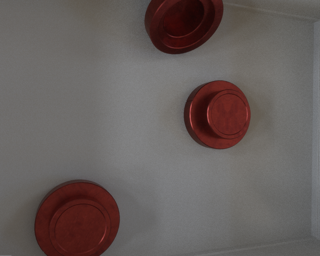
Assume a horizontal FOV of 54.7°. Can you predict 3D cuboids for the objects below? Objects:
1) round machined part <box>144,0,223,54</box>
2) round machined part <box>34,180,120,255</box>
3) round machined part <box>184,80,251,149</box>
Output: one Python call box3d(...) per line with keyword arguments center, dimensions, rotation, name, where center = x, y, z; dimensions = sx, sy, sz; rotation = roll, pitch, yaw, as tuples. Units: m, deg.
box3d(center=(0.027, -0.145, 0.393), dimensions=(0.099, 0.097, 0.042), rotation=(-12, 57, -20), name="round machined part")
box3d(center=(-0.096, 0.113, 0.367), dimensions=(0.099, 0.042, 0.097), rotation=(0, 90, -21), name="round machined part")
box3d(center=(0.087, -0.019, 0.435), dimensions=(0.099, 0.042, 0.097), rotation=(0, 90, -21), name="round machined part")
